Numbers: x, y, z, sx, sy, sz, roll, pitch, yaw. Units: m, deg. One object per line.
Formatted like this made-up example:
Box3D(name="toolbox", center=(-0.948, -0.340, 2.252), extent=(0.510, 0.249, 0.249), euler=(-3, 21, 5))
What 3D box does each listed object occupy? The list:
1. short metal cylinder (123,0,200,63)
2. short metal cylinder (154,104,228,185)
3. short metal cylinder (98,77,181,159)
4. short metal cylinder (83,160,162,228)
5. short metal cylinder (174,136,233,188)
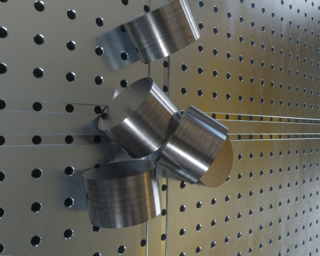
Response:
Box3D(name="short metal cylinder", center=(0.002, -0.120, 0.377), extent=(0.080, 0.080, 0.050), euler=(-40, 115, -33))
Box3D(name="short metal cylinder", center=(0.035, 0.019, 0.362), extent=(0.050, 0.080, 0.080), euler=(32, 66, -1))
Box3D(name="short metal cylinder", center=(-0.023, -0.012, 0.353), extent=(0.050, 0.080, 0.080), euler=(46, 62, -26))
Box3D(name="short metal cylinder", center=(-0.041, 0.069, 0.341), extent=(0.081, 0.080, 0.050), euler=(-12, 98, -40))
Box3D(name="short metal cylinder", center=(0.060, 0.042, 0.446), extent=(0.081, 0.050, 0.079), euler=(0, 90, -40))
